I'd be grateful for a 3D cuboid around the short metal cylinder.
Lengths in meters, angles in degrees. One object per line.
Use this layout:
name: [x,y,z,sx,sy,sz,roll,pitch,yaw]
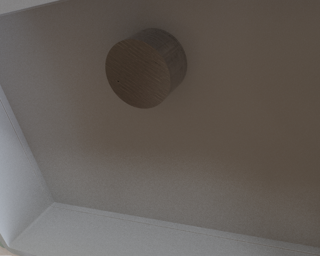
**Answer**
short metal cylinder: [-0.015,-0.069,0.358,0.080,0.050,0.080,13,124,21]
